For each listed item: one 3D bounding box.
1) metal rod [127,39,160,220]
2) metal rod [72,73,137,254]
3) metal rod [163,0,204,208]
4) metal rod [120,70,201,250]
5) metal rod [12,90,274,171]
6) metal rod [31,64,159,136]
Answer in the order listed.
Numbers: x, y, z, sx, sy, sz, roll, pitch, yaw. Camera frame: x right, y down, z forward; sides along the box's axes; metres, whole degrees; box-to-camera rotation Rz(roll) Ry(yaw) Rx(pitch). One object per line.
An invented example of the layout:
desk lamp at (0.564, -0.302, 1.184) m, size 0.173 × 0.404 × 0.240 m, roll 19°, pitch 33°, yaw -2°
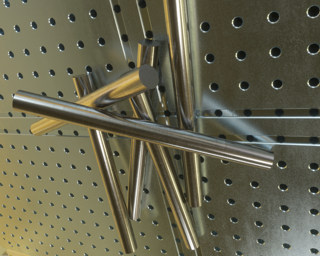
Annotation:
metal rod at (-0.029, 0.024, 0.441) m, size 0.025 × 0.025 × 0.298 m, roll 19°, pitch 126°, yaw 17°
metal rod at (-0.079, 0.066, 0.474) m, size 0.025 × 0.025 × 0.298 m, roll -1°, pitch 112°, yaw 28°
metal rod at (0.032, -0.023, 0.380) m, size 0.025 × 0.025 × 0.298 m, roll 6°, pitch 121°, yaw 25°
metal rod at (0.009, 0.062, 0.426) m, size 0.025 × 0.025 × 0.299 m, roll -2°, pitch 123°, yaw 29°
metal rod at (-0.017, 0.003, 0.362) m, size 0.302 × 0.025 × 0.025 m, roll 14°, pitch 126°, yaw -2°
metal rod at (-0.108, -0.024, 0.412) m, size 0.299 × 0.025 × 0.025 m, roll -15°, pitch 111°, yaw 48°
